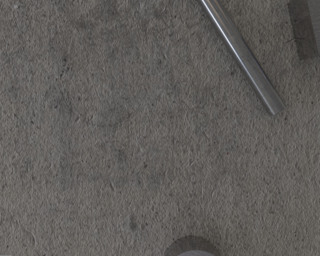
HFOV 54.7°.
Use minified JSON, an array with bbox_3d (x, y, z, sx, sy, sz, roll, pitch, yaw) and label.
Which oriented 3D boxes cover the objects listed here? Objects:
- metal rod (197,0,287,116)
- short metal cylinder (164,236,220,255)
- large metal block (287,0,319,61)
[{"bbox_3d":[0.077,-0.149,0.410,0.025,0.025,0.299,-32,90,0],"label":"metal rod"},{"bbox_3d":[0.043,0.187,0.398,0.081,0.050,0.079,0,90,0],"label":"short metal cylinder"},{"bbox_3d":[0.222,-0.139,0.399,0.080,0.050,0.080,-12,90,0],"label":"large metal block"}]
